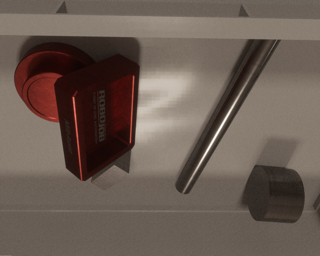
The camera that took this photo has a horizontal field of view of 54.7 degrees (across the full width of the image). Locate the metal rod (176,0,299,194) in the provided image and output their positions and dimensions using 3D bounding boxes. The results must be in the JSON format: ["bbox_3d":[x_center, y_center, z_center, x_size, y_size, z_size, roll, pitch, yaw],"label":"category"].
[{"bbox_3d":[0.081,-0.014,0.398,0.025,0.025,0.298,13,129,-12],"label":"metal rod"}]

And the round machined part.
[{"bbox_3d":[-0.117,-0.045,0.358,0.099,0.042,0.097,0,130,0],"label":"round machined part"}]

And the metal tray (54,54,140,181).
[{"bbox_3d":[-0.068,-0.010,0.358,0.030,0.091,0.129,32,136,26],"label":"metal tray"}]

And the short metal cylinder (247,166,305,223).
[{"bbox_3d":[0.169,0.098,0.460,0.050,0.080,0.079,6,130,-5],"label":"short metal cylinder"}]

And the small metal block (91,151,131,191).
[{"bbox_3d":[-0.068,0.052,0.436,0.050,0.050,0.025,-37,121,27],"label":"small metal block"}]
